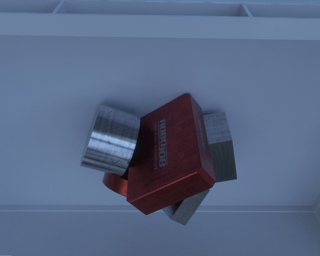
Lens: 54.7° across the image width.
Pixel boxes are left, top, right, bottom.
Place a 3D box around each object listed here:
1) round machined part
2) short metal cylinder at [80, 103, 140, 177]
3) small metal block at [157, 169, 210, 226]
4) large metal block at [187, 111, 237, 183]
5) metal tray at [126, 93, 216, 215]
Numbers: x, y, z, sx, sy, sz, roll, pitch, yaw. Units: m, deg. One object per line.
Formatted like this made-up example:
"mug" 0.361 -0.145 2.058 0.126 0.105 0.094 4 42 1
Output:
"round machined part" -0.025 0.065 0.427 0.099 0.098 0.042 16 93 -14
"short metal cylinder" -0.062 0.015 0.382 0.050 0.080 0.079 18 128 -15
"small metal block" 0.023 0.078 0.368 0.025 0.050 0.050 35 90 -34
"large metal block" 0.054 0.031 0.408 0.080 0.050 0.080 -11 134 9
"metal tray" 0.009 0.025 0.359 0.090 0.130 0.030 -28 126 21
